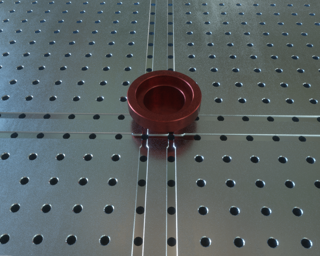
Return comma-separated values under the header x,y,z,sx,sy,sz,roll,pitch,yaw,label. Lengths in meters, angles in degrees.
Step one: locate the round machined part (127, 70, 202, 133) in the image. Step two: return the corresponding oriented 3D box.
x,y,z,sx,sy,sz,roll,pitch,yaw,label
0.006,-0.032,0.424,0.099,0.042,0.098,0,50,0,round machined part
